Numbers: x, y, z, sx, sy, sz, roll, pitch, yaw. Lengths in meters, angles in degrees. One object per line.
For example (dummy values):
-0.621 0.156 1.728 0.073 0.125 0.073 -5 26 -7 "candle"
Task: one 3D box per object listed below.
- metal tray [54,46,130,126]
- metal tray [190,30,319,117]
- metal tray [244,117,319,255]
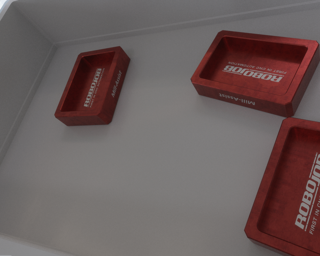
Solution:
-0.107 -0.068 0.500 0.090 0.030 0.130 -2 61 27 "metal tray"
0.115 -0.072 0.386 0.130 0.030 0.090 20 72 35 "metal tray"
0.145 0.058 0.290 0.090 0.030 0.130 14 69 33 "metal tray"
